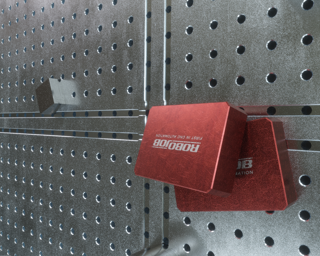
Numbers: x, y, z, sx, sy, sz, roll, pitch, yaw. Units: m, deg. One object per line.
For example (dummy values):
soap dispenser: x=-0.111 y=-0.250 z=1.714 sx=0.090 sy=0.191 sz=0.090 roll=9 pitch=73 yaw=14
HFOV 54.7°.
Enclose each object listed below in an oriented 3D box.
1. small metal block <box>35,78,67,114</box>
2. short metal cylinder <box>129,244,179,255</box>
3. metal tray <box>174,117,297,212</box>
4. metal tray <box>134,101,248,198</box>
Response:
small metal block: x=-0.202 y=-0.058 z=0.573 sx=0.050 sy=0.025 sz=0.050 roll=-26 pitch=74 yaw=36
short metal cylinder: x=-0.010 y=0.198 z=0.400 sx=0.080 sy=0.050 sz=0.079 roll=0 pitch=90 yaw=39
metal tray: x=0.073 y=0.044 z=0.345 sx=0.130 sy=0.030 sz=0.090 roll=-13 pitch=82 yaw=39
metal tray: x=0.028 y=0.020 z=0.347 sx=0.130 sy=0.030 sz=0.090 roll=2 pitch=74 yaw=52
